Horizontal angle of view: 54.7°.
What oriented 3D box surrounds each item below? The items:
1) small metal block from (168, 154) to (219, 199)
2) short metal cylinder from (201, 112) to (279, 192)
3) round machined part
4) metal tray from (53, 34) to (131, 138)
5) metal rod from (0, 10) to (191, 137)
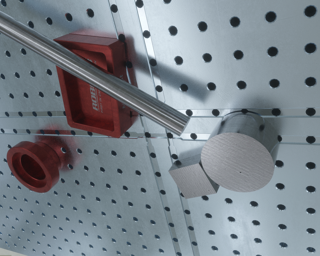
[{"bbox_3d":[0.048,0.067,0.426,0.050,0.025,0.050,-21,108,35],"label":"small metal block"},{"bbox_3d":[0.094,0.028,0.362,0.080,0.050,0.079,13,124,20],"label":"short metal cylinder"},{"bbox_3d":[-0.219,0.064,0.553,0.098,0.042,0.097,13,124,20],"label":"round machined part"},{"bbox_3d":[-0.090,-0.055,0.419,0.090,0.030,0.129,12,124,21],"label":"metal tray"},{"bbox_3d":[-0.100,-0.076,0.375,0.301,0.025,0.025,30,128,8],"label":"metal rod"}]
